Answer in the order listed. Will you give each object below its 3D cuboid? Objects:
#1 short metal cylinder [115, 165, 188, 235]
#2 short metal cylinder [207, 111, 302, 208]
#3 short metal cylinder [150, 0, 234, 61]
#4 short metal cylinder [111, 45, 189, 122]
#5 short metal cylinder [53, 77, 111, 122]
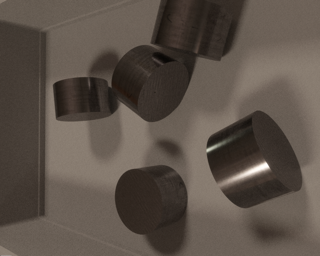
[{"bbox_3d":[-0.012,0.090,0.398,0.080,0.050,0.079,0,90,39],"label":"short metal cylinder"},{"bbox_3d":[0.090,0.030,0.296,0.050,0.081,0.080,-33,70,35],"label":"short metal cylinder"},{"bbox_3d":[0.035,-0.108,0.341,0.080,0.081,0.050,24,105,37],"label":"short metal cylinder"},{"bbox_3d":[-0.011,-0.054,0.378,0.050,0.081,0.079,38,113,33],"label":"short metal cylinder"},{"bbox_3d":[-0.116,-0.041,0.464,0.080,0.081,0.050,-12,83,39],"label":"short metal cylinder"}]
